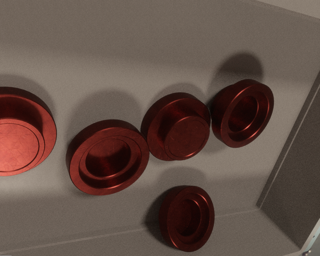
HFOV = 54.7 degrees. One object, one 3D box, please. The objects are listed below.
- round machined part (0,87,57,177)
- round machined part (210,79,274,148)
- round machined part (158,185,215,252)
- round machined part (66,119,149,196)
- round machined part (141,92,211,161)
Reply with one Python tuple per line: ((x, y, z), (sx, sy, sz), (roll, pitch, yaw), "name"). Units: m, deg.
((-0.157, 0.011, 0.319), (0.099, 0.042, 0.097), (-14, 125, -21), "round machined part")
((0.111, -0.024, 0.442), (0.099, 0.042, 0.097), (-17, 125, -26), "round machined part")
((0.037, 0.139, 0.487), (0.099, 0.042, 0.097), (6, 81, -37), "round machined part")
((-0.066, 0.032, 0.382), (0.099, 0.042, 0.097), (-14, 125, -21), "round machined part")
((0.027, 0.005, 0.417), (0.099, 0.042, 0.097), (-14, 124, -21), "round machined part")
